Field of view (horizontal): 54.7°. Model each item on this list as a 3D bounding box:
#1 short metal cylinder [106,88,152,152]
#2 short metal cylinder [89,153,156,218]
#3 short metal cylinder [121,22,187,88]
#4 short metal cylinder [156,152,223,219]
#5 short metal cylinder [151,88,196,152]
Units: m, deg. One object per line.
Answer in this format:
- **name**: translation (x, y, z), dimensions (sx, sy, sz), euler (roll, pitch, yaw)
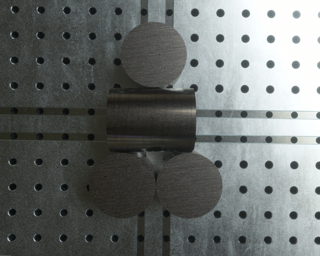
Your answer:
- **short metal cylinder**: translation (-0.035, -0.010, 0.386), dimensions (0.050, 0.080, 0.079), euler (0, 90, 0)
- **short metal cylinder**: translation (-0.046, 0.070, 0.399), dimensions (0.081, 0.050, 0.079), euler (0, 90, -1)
- **short metal cylinder**: translation (-0.008, -0.089, 0.400), dimensions (0.081, 0.050, 0.079), euler (0, 90, -1)
- **short metal cylinder**: translation (0.036, 0.070, 0.400), dimensions (0.081, 0.050, 0.079), euler (0, 90, -1)
- **short metal cylinder**: translation (0.015, -0.010, 0.387), dimensions (0.050, 0.080, 0.079), euler (0, 90, 0)
